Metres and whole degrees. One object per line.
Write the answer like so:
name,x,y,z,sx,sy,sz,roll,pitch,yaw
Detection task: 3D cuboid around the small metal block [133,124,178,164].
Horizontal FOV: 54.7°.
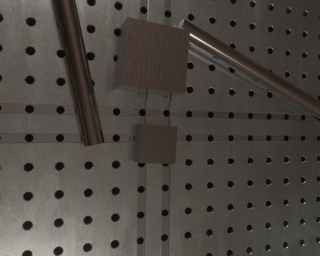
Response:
small metal block,-0.006,0.021,0.411,0.050,0.025,0.050,4,89,-20

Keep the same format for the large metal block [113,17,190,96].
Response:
large metal block,-0.012,-0.086,0.396,0.081,0.050,0.080,5,88,-20

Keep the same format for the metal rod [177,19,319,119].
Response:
metal rod,0.156,-0.079,0.471,0.302,0.025,0.025,25,82,-19

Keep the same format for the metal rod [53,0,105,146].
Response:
metal rod,-0.109,-0.126,0.372,0.025,0.025,0.298,-12,94,-20
